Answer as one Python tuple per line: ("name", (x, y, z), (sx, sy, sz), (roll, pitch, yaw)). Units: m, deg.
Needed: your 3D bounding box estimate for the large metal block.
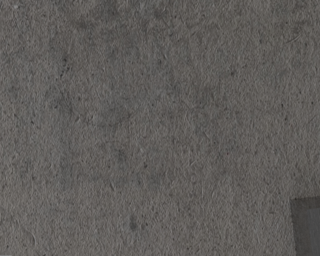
("large metal block", (0.222, 0.133, 0.399), (0.080, 0.050, 0.080), (-7, 90, 0))
